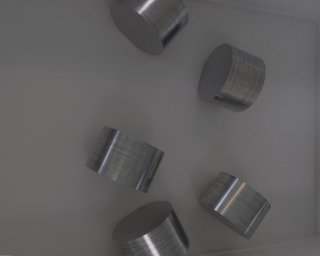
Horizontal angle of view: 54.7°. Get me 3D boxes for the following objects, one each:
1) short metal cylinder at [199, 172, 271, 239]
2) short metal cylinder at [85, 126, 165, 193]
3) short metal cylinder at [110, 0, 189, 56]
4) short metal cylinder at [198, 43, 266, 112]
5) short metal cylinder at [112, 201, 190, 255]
[{"bbox_3d":[0.100,0.104,0.418,0.080,0.080,0.050,42,77,-15],"label":"short metal cylinder"},{"bbox_3d":[-0.041,0.037,0.366,0.080,0.080,0.050,27,81,-18],"label":"short metal cylinder"},{"bbox_3d":[-0.013,-0.135,0.376,0.080,0.080,0.050,42,77,-15],"label":"short metal cylinder"},{"bbox_3d":[0.094,-0.066,0.416,0.050,0.080,0.080,17,85,-19],"label":"short metal cylinder"},{"bbox_3d":[-0.011,0.133,0.377,0.080,0.080,0.050,-29,100,-18],"label":"short metal cylinder"}]
